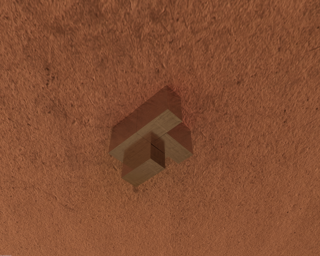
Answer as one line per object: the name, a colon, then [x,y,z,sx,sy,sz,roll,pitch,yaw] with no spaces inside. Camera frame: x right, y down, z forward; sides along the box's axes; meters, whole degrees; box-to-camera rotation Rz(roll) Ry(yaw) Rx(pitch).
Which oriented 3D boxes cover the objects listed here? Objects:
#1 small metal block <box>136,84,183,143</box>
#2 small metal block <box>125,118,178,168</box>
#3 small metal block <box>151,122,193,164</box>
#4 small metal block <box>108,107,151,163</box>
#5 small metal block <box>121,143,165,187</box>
small metal block: [-0.001,-0.017,0.377,0.050,0.050,0.025,-36,122,26]
small metal block: [-0.012,0.022,0.427,0.050,0.025,0.050,-35,122,25]
small metal block: [0.016,0.010,0.401,0.025,0.050,0.050,-35,122,26]
small metal block: [-0.038,0.009,0.399,0.050,0.050,0.025,-36,122,26]
small metal block: [-0.021,0.039,0.392,0.050,0.050,0.025,-36,122,26]
